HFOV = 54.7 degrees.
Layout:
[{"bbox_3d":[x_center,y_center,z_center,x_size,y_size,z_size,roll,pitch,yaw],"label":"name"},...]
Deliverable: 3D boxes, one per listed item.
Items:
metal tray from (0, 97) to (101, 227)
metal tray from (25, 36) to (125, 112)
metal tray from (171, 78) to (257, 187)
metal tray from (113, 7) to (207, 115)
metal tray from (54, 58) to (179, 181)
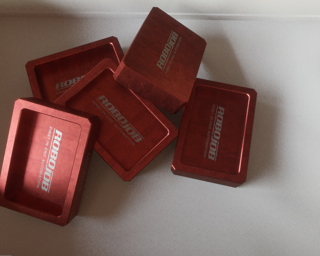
[{"bbox_3d":[-0.130,0.038,0.359,0.090,0.030,0.129,16,99,5],"label":"metal tray"},{"bbox_3d":[-0.107,-0.066,0.428,0.131,0.030,0.090,-19,71,-8],"label":"metal tray"},{"bbox_3d":[0.071,0.004,0.405,0.090,0.030,0.130,12,70,4],"label":"metal tray"},{"bbox_3d":[0.006,-0.091,0.402,0.090,0.030,0.130,31,51,-13],"label":"metal tray"},{"bbox_3d":[-0.052,-0.010,0.385,0.090,0.030,0.130,-43,91,-8],"label":"metal tray"}]
